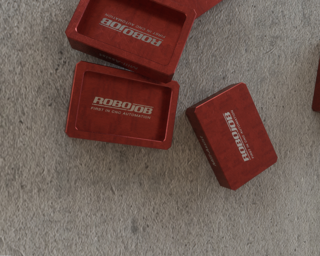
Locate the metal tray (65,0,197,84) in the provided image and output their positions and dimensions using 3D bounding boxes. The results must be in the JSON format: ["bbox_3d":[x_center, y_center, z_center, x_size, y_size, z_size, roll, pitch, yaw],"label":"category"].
[{"bbox_3d":[-0.033,-0.118,0.370,0.131,0.030,0.090,21,78,-2],"label":"metal tray"}]

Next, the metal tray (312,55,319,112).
[{"bbox_3d":[0.310,-0.084,0.520,0.091,0.030,0.129,12,86,-20],"label":"metal tray"}]

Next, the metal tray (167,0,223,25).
[{"bbox_3d":[0.046,-0.203,0.423,0.131,0.030,0.090,-39,103,-16],"label":"metal tray"}]

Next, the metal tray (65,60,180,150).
[{"bbox_3d":[-0.046,-0.025,0.389,0.131,0.030,0.089,9,87,-20],"label":"metal tray"}]

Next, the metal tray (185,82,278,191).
[{"bbox_3d":[0.105,0.011,0.445,0.091,0.030,0.129,-29,100,-18],"label":"metal tray"}]
